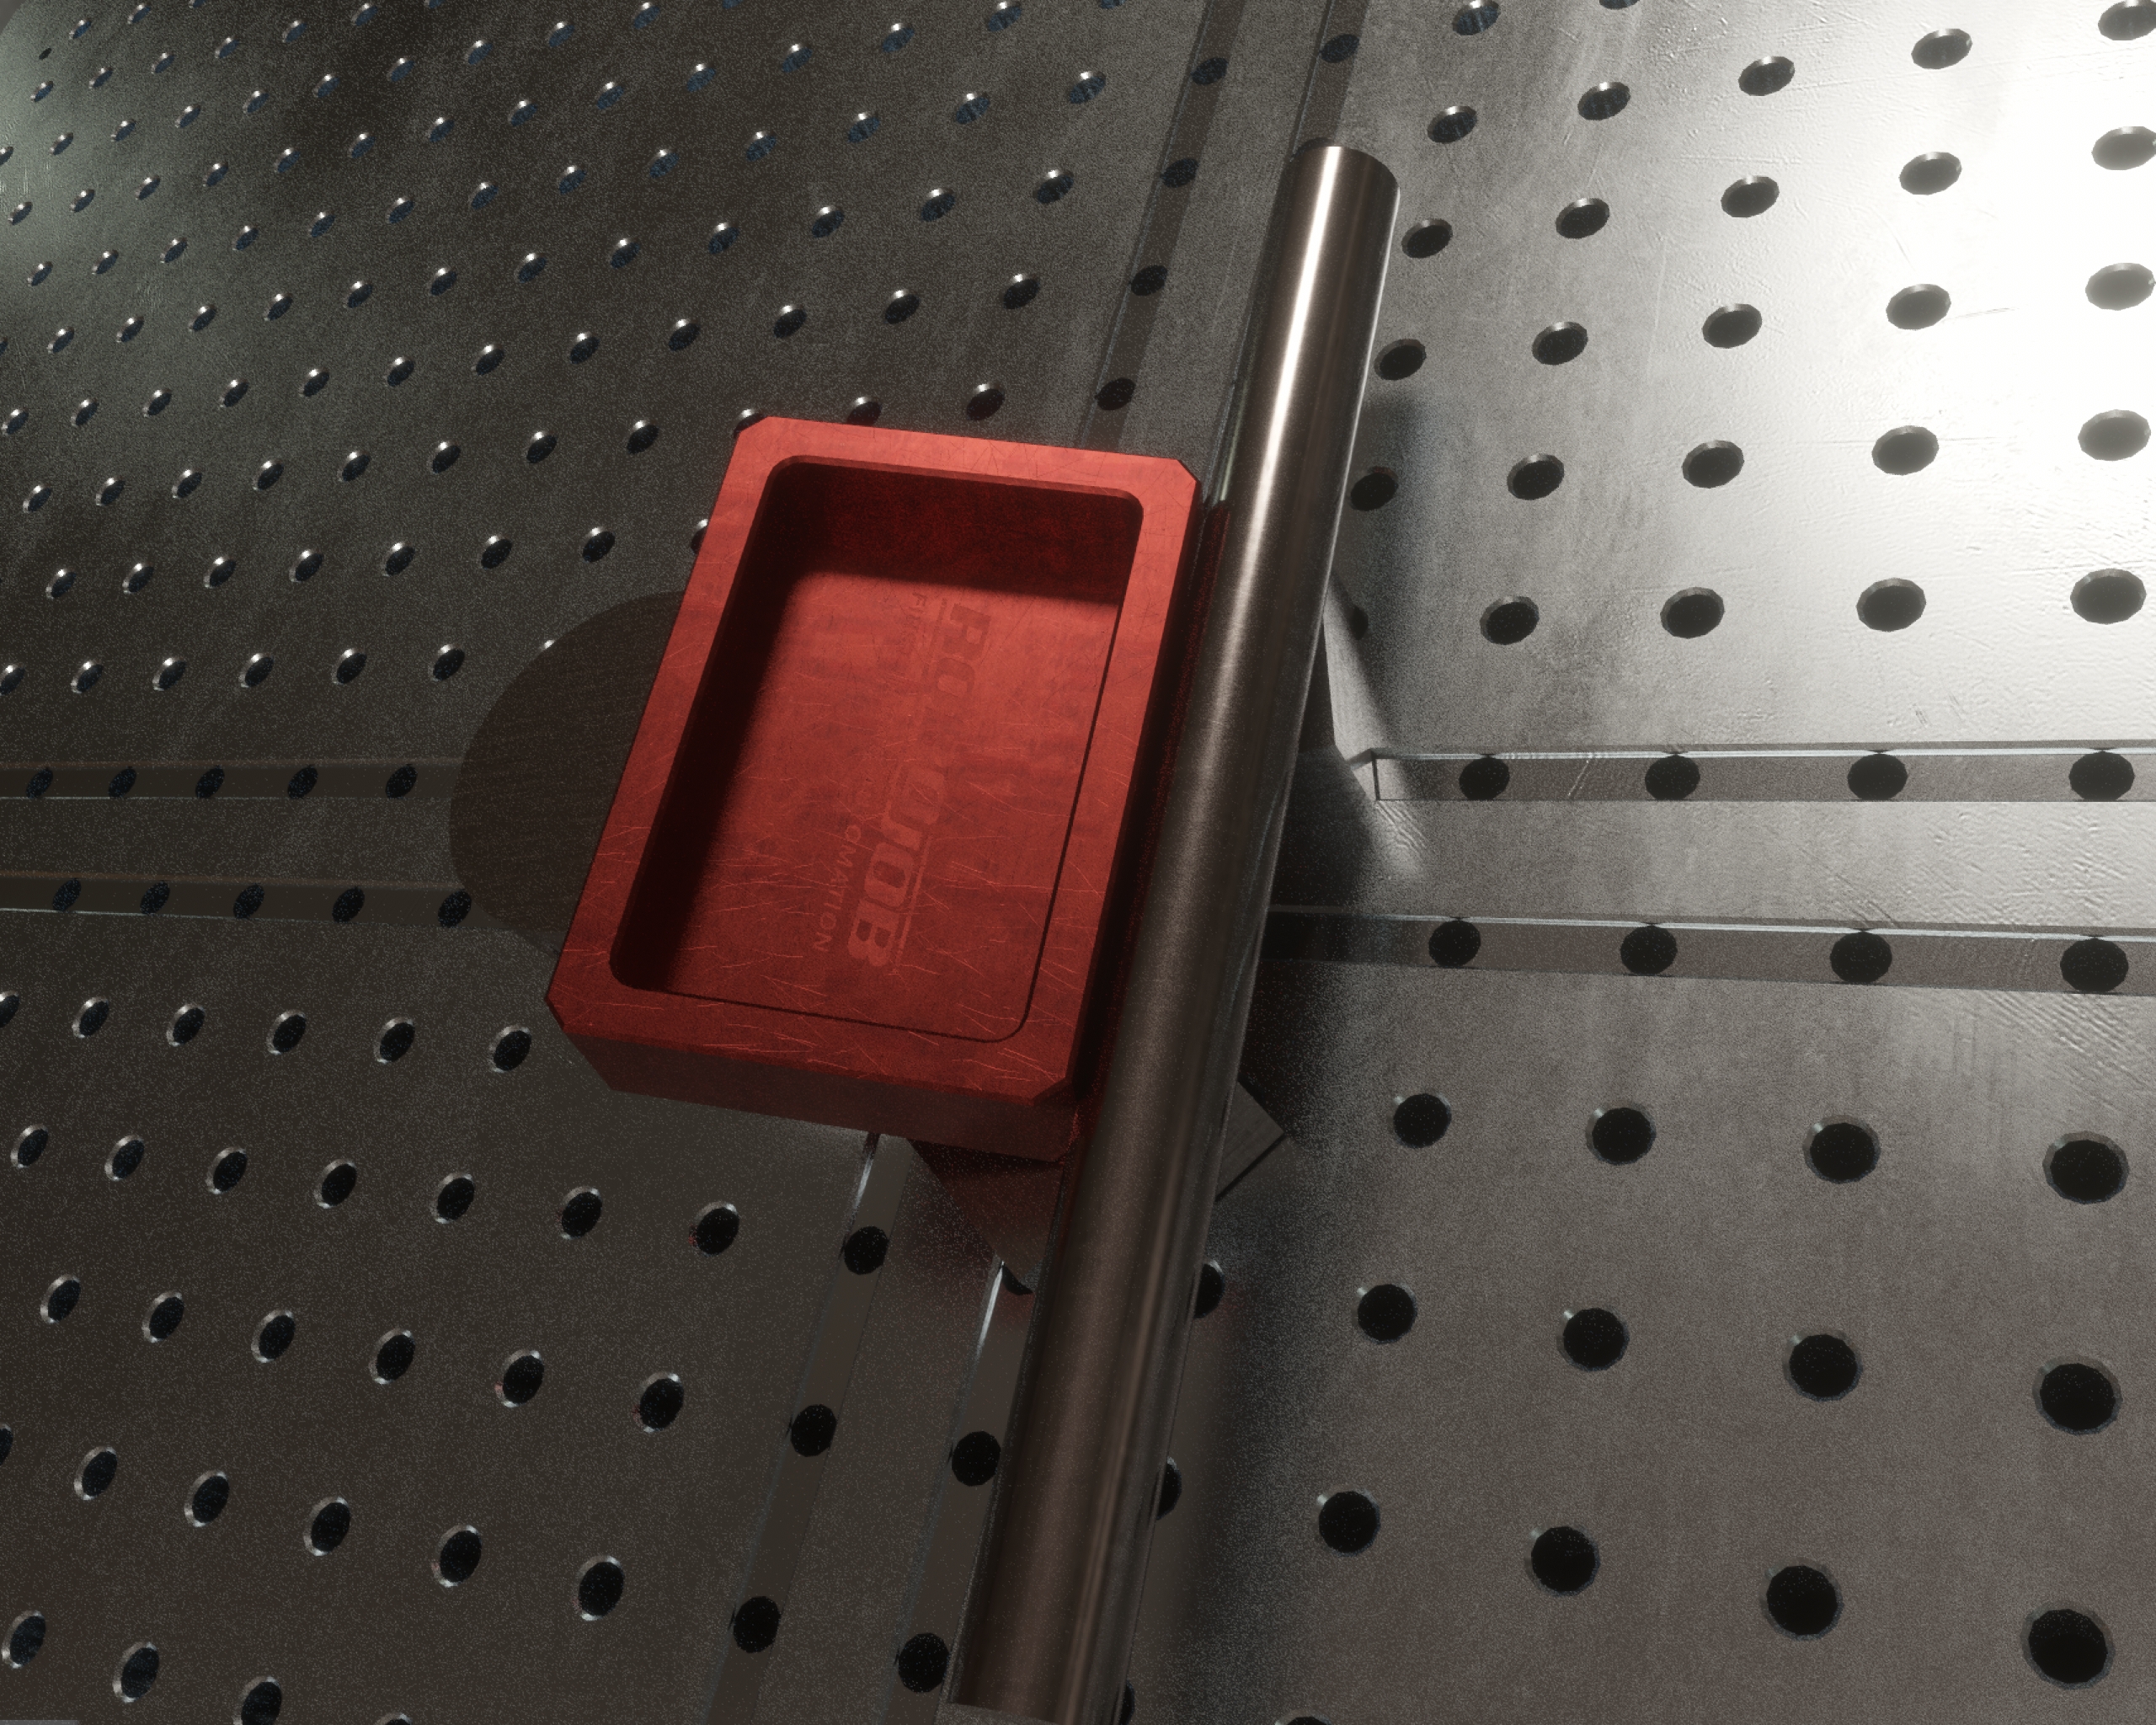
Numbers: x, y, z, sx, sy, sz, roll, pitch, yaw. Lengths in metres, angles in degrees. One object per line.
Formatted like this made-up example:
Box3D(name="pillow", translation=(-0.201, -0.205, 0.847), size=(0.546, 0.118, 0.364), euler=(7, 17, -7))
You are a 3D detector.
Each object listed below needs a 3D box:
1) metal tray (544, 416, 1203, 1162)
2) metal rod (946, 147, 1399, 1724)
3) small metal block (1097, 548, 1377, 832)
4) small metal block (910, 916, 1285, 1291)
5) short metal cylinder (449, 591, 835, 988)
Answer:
Box3D(name="metal tray", translation=(-0.032, -0.017, 0.380), size=(0.090, 0.030, 0.130), euler=(8, 64, 10))
Box3D(name="metal rod", translation=(0.024, -0.007, 0.366), size=(0.025, 0.025, 0.300), euler=(-1, 61, 27))
Box3D(name="small metal block", translation=(0.029, -0.031, 0.411), size=(0.050, 0.025, 0.050), euler=(-14, 56, 20))
Box3D(name="small metal block", translation=(0.000, 0.046, 0.378), size=(0.050, 0.025, 0.050), euler=(-43, 51, -2))
Box3D(name="short metal cylinder", translation=(-0.083, -0.010, 0.439), size=(0.080, 0.050, 0.080), euler=(-13, 56, 20))
